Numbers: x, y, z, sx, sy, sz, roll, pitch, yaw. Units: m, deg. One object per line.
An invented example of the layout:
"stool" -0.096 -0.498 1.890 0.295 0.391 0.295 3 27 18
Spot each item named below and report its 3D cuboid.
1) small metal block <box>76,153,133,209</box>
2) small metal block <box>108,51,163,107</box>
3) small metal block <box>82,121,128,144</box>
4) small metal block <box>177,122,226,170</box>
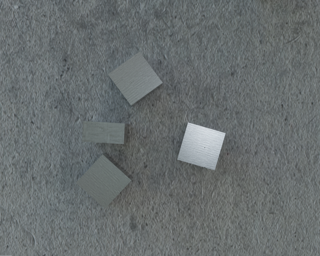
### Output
"small metal block" -0.072 0.069 0.409 0.050 0.025 0.050 43 90 0
"small metal block" -0.032 -0.064 0.410 0.050 0.025 0.050 -36 90 0
"small metal block" -0.068 0.005 0.397 0.050 0.050 0.025 3 90 0
"small metal block" 0.053 0.024 0.410 0.050 0.025 0.050 16 90 0
